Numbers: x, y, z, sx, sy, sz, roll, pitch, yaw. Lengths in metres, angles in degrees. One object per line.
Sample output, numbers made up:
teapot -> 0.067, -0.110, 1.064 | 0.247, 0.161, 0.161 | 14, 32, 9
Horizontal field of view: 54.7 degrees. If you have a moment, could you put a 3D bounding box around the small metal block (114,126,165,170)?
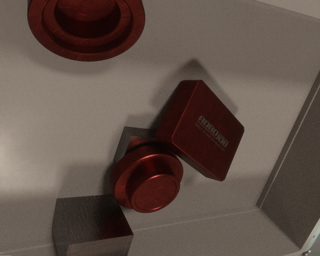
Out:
small metal block -> -0.028, 0.028, 0.412 | 0.050, 0.025, 0.050 | 7, 115, -32

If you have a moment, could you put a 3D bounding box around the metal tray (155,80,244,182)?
metal tray -> 0.060, 0.006, 0.420 | 0.130, 0.030, 0.090 | 39, 70, -39

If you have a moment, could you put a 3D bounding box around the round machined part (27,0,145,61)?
round machined part -> -0.065, -0.108, 0.278 | 0.099, 0.042, 0.098 | -10, 152, -5

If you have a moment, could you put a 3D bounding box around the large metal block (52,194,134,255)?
large metal block -> -0.091, 0.135, 0.408 | 0.081, 0.080, 0.050 | 2, 117, -30

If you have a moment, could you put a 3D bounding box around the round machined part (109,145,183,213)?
round machined part -> -0.013, 0.073, 0.406 | 0.099, 0.042, 0.097 | -15, 130, -18
